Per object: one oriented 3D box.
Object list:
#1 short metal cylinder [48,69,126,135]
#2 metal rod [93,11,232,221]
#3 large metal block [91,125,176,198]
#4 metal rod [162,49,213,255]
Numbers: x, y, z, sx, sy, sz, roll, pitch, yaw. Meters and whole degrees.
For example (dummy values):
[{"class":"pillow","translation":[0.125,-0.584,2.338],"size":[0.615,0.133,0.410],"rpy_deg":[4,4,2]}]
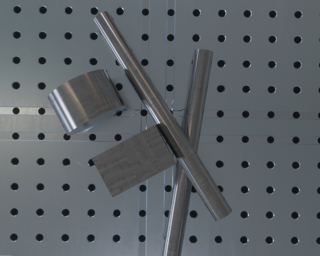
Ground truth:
[{"class":"short metal cylinder","translation":[-0.090,-0.031,0.385],"size":[0.080,0.080,0.050],"rpy_deg":[-28,90,0]},{"class":"metal rod","translation":[0.000,-0.020,0.395],"size":[0.025,0.025,0.299],"rpy_deg":[-31,83,0]},{"class":"large metal block","translation":[-0.029,0.037,0.386],"size":[0.080,0.080,0.050],"rpy_deg":[-28,90,0]},{"class":"metal rod","translation":[0.035,0.045,0.413],"size":[0.025,0.025,0.298],"rpy_deg":[9,90,0]}]
